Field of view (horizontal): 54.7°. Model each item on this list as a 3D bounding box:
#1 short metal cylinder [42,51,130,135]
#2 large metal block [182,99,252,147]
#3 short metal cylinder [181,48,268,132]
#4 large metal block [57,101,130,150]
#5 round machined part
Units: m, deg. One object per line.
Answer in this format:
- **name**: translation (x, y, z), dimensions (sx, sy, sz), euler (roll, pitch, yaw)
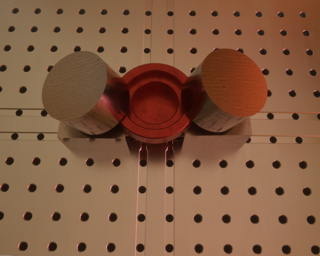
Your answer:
- **short metal cylinder**: translation (-0.081, -0.038, 0.345), dimensions (0.080, 0.050, 0.080), euler (-7, 70, 20)
- **large metal block**: translation (0.069, -0.020, 0.406), dimensions (0.081, 0.050, 0.080), euler (-1, 70, -1)
- **short metal cylinder**: translation (0.071, -0.041, 0.347), dimensions (0.081, 0.050, 0.080), euler (7, 68, -19)
- **large metal block**: translation (-0.081, -0.017, 0.404), dimensions (0.080, 0.050, 0.080), euler (1, 70, 0)
- **round machined part**: translation (-0.006, -0.027, 0.381), dimensions (0.099, 0.042, 0.098), euler (0, 70, 0)
